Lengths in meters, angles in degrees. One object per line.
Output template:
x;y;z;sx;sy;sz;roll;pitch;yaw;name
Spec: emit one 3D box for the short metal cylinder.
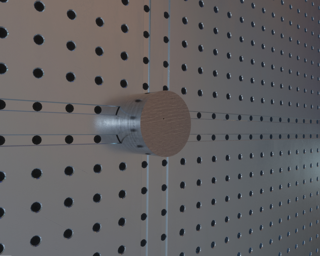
-0.007;-0.005;0.389;0.081;0.050;0.079;0;90;-40;short metal cylinder
